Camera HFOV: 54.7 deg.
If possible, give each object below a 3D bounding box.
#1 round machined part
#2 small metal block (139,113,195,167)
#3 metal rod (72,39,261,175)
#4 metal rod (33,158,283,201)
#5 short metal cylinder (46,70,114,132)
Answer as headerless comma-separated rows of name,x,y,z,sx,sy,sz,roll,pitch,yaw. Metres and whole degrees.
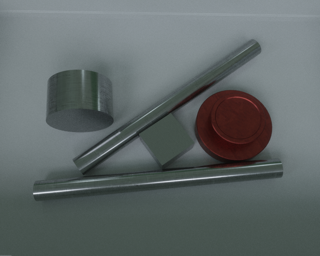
round machined part,0.097,-0.006,0.401,0.099,0.042,0.098,0,70,-1
small metal block,0.008,0.017,0.401,0.050,0.025,0.050,-34,74,-12
metal rod,0.018,-0.035,0.421,0.301,0.025,0.025,-35,74,-12
metal rod,0.000,0.064,0.385,0.302,0.025,0.025,-5,70,-3
short metal cylinder,-0.100,-0.031,0.390,0.081,0.080,0.050,-5,70,-2
